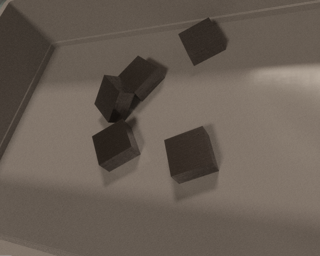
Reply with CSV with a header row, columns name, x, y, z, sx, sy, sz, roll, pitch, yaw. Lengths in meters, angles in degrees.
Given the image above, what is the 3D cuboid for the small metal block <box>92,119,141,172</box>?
name,x,y,z,sx,sy,sz,roll,pitch,yaw
small metal block,-0.060,0.023,0.421,0.050,0.025,0.050,-30,52,9

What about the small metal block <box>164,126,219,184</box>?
name,x,y,z,sx,sy,sz,roll,pitch,yaw
small metal block,0.036,0.032,0.366,0.050,0.025,0.050,-21,54,15

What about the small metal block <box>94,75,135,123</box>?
name,x,y,z,sx,sy,sz,roll,pitch,yaw
small metal block,-0.067,-0.042,0.450,0.050,0.025,0.050,48,124,39

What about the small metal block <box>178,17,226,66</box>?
name,x,y,z,sx,sy,sz,roll,pitch,yaw
small metal block,0.060,-0.126,0.450,0.050,0.025,0.050,-26,53,11

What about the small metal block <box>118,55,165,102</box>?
name,x,y,z,sx,sy,sz,roll,pitch,yaw
small metal block,-0.030,-0.075,0.466,0.050,0.025,0.050,-47,52,-6
